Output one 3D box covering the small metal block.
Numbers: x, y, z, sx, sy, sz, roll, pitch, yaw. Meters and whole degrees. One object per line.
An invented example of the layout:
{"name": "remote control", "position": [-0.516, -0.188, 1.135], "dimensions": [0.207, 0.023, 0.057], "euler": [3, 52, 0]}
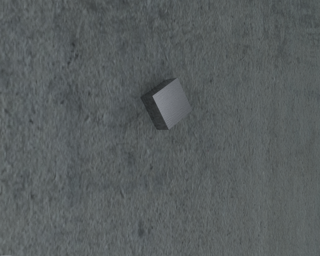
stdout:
{"name": "small metal block", "position": [0.009, -0.032, 0.411], "dimensions": [0.050, 0.025, 0.050], "euler": [-40, 115, -32]}
